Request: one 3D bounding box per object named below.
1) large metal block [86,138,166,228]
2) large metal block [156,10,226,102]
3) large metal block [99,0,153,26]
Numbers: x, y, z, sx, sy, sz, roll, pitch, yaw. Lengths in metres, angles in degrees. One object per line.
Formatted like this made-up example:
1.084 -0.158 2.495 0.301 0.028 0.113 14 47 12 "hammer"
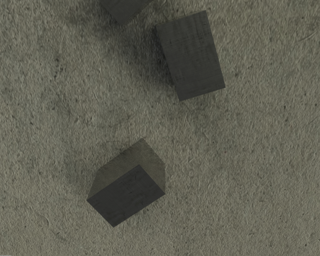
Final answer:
-0.041 0.068 0.405 0.080 0.080 0.050 -35 107 12 "large metal block"
0.032 -0.084 0.350 0.050 0.080 0.080 -17 109 6 "large metal block"
-0.024 -0.155 0.323 0.080 0.080 0.050 -39 106 13 "large metal block"
